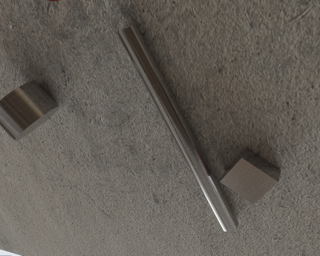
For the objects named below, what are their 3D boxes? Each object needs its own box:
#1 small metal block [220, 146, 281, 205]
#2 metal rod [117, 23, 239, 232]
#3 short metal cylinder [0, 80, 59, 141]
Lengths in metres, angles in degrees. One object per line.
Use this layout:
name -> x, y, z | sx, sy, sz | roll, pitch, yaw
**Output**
small metal block -> 0.111, 0.059, 0.384 | 0.050, 0.025, 0.050 | 34, 129, 5
metal rod -> 0.031, 0.012, 0.396 | 0.025, 0.025, 0.299 | -17, 110, 34
short metal cylinder -> -0.198, -0.025, 0.457 | 0.080, 0.080, 0.050 | -33, 100, 38
